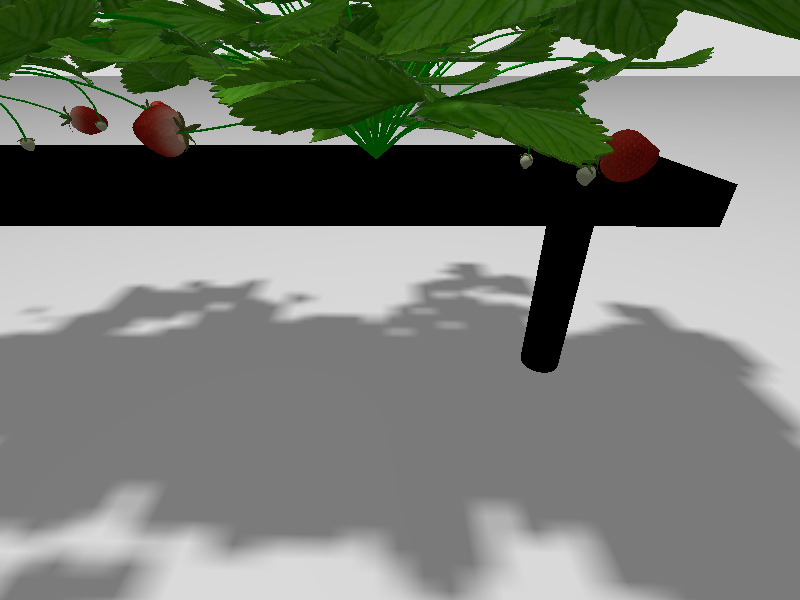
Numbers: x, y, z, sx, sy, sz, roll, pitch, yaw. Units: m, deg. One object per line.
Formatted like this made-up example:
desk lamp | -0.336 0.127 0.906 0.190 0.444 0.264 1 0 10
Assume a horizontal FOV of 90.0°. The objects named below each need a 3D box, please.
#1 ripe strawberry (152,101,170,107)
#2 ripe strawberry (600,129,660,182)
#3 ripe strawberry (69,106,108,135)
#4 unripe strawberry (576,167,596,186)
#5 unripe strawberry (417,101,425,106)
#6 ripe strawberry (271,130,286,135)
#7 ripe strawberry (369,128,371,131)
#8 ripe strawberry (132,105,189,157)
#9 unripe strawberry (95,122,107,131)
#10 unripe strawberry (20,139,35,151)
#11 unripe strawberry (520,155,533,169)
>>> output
ripe strawberry | -0.281 -0.218 0.474 0.029 0.030 0.026 -3 24 -45
ripe strawberry | 0.155 -0.097 0.269 0.034 0.033 0.032 12 33 18
ripe strawberry | -0.337 -0.194 0.434 0.033 0.028 0.033 -12 30 -43
unripe strawberry | 0.116 -0.077 0.250 0.011 0.011 0.011 20 36 30
unripe strawberry | 0.028 -0.260 0.531 0.011 0.011 0.011 6 31 10
ripe strawberry | -0.134 -0.196 0.438 0.025 0.028 0.027 -25 22 -35
ripe strawberry | -0.042 -0.211 0.464 0.030 0.032 0.033 -4 30 -7
ripe strawberry | -0.205 -0.143 0.341 0.042 0.041 0.039 2 31 5
unripe strawberry | -0.318 -0.185 0.427 0.010 0.010 0.009 -21 36 -31
unripe strawberry | -0.306 -0.127 0.330 0.010 0.010 0.009 0 31 1
unripe strawberry | 0.094 -0.103 0.298 0.010 0.010 0.011 10 32 17
